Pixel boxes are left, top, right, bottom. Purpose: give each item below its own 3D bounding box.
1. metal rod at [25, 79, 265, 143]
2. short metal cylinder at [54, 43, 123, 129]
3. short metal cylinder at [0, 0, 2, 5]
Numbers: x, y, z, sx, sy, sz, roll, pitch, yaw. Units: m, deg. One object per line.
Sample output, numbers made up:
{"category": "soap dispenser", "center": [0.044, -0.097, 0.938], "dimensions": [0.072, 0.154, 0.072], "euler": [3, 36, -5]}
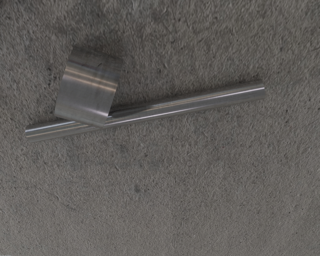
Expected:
{"category": "metal rod", "center": [-0.025, -0.019, 0.390], "dimensions": [0.301, 0.025, 0.025], "euler": [-10, 130, 8]}
{"category": "short metal cylinder", "center": [-0.076, -0.044, 0.333], "dimensions": [0.050, 0.080, 0.079], "euler": [17, 128, -14]}
{"category": "short metal cylinder", "center": [-0.190, -0.131, 0.277], "dimensions": [0.081, 0.050, 0.079], "euler": [0, 130, 0]}
